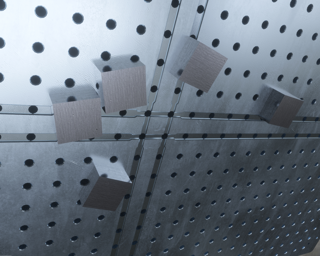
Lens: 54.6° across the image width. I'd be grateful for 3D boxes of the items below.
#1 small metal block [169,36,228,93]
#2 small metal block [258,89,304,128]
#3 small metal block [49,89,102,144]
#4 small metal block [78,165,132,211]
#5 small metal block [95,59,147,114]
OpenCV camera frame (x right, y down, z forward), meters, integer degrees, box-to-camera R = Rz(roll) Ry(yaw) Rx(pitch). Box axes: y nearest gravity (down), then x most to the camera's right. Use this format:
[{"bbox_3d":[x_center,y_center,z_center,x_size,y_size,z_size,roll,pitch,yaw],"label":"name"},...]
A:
[{"bbox_3d":[0.048,-0.078,0.388,0.050,0.025,0.050,19,108,-36],"label":"small metal block"},{"bbox_3d":[0.194,-0.031,0.497,0.050,0.025,0.050,10,113,-33],"label":"small metal block"},{"bbox_3d":[-0.094,-0.013,0.351,0.050,0.025,0.050,-11,123,-23],"label":"small metal block"},{"bbox_3d":[-0.075,0.083,0.421,0.050,0.025,0.050,20,108,-36],"label":"small metal block"},{"bbox_3d":[-0.044,-0.049,0.357,0.050,0.025,0.050,-14,124,-21],"label":"small metal block"}]
